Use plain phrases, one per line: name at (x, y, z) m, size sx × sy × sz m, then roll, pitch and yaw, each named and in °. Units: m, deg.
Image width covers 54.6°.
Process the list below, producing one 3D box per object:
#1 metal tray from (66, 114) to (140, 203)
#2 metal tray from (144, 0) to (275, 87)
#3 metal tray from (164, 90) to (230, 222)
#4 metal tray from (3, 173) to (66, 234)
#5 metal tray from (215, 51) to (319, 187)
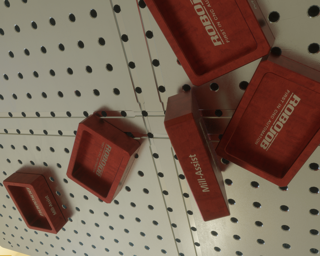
metal tray at (-0.093, 0.052, 0.489) m, size 0.090 × 0.030 × 0.129 m, roll 32°, pitch 129°, yaw 7°
metal tray at (0.044, -0.117, 0.312) m, size 0.090 × 0.030 × 0.130 m, roll -22°, pitch 107°, yaw 36°
metal tray at (0.044, 0.030, 0.361) m, size 0.030 × 0.090 × 0.130 m, roll -18°, pitch 110°, yaw 12°
metal tray at (-0.258, 0.156, 0.641) m, size 0.090 × 0.030 × 0.129 m, roll -1°, pitch 118°, yaw 29°
metal tray at (0.126, -0.005, 0.338) m, size 0.090 × 0.030 × 0.129 m, roll 27°, pitch 128°, yaw 11°
